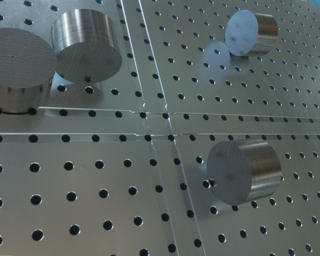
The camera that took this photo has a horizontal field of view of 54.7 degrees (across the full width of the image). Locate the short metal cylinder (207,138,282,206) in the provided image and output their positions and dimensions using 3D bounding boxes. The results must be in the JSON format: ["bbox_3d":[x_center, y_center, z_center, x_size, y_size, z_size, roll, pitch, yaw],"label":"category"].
[{"bbox_3d":[0.105,0.054,0.396,0.050,0.080,0.080,-5,64,-30],"label":"short metal cylinder"}]

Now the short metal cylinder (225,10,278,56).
[{"bbox_3d":[0.166,-0.172,0.567,0.050,0.080,0.080,-6,65,-31],"label":"short metal cylinder"}]

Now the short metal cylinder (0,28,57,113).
[{"bbox_3d":[-0.161,-0.063,0.344,0.081,0.050,0.080,13,56,-21],"label":"short metal cylinder"}]

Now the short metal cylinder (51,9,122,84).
[{"bbox_3d":[-0.091,-0.098,0.384,0.081,0.080,0.050,0,62,-28],"label":"short metal cylinder"}]
